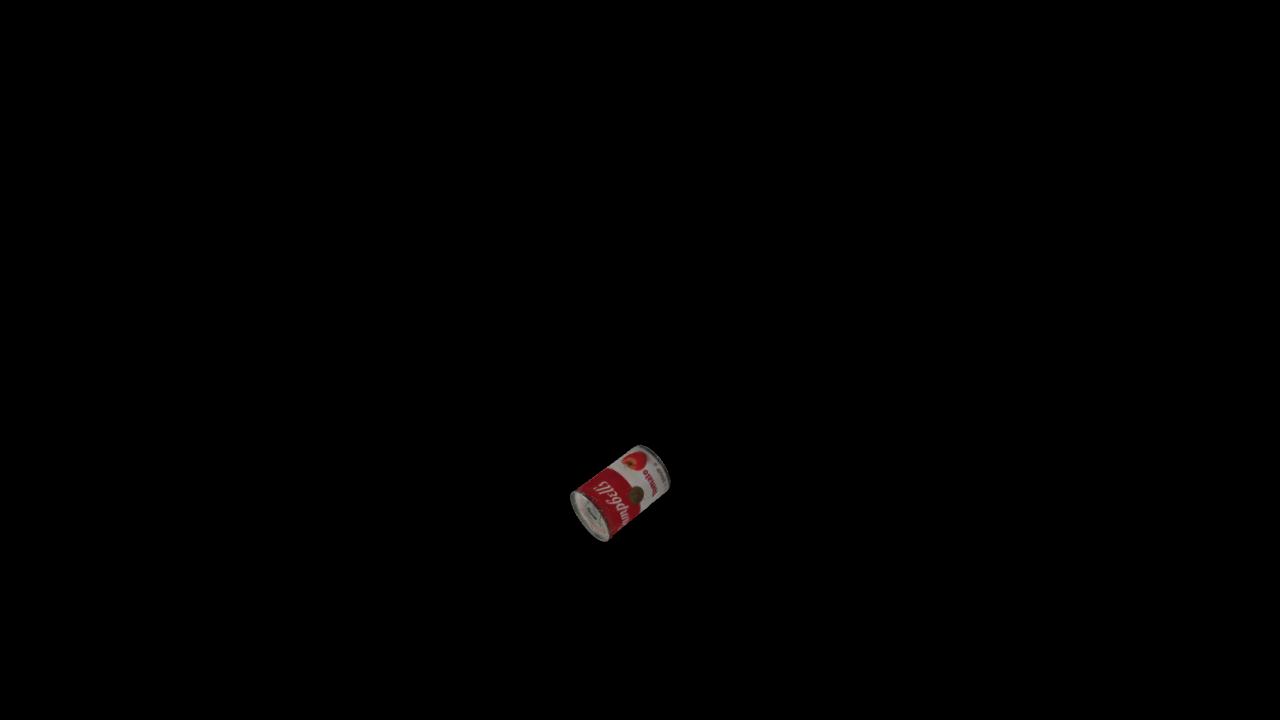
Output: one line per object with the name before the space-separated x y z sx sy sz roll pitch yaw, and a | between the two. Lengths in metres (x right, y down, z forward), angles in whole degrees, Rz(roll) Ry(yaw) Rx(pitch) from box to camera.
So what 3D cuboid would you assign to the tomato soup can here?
tomato soup can | -0.021 0.153 0.714 0.101 0.068 0.068 -32 18 -32
